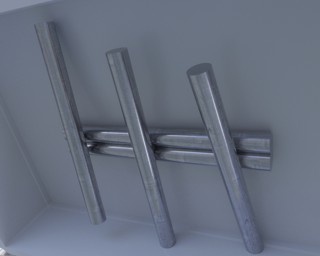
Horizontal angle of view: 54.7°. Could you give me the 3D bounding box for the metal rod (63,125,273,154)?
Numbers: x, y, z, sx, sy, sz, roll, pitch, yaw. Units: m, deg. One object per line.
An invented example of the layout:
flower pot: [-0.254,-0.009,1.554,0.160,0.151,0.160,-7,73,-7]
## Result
metal rod: [-0.008,0.012,0.418,0.301,0.025,0.025,2,119,26]

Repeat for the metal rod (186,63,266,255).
metal rod: [0.088,0.063,0.370,0.025,0.025,0.299,-4,125,30]

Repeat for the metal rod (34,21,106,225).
metal rod: [-0.123,0.005,0.442,0.025,0.025,0.298,-1,110,28]

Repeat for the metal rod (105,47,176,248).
metal rod: [-0.018,0.044,0.410,0.025,0.025,0.298,1,119,27]

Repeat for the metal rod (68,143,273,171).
metal rod: [-0.004,0.033,0.429,0.301,0.025,0.025,2,119,26]
